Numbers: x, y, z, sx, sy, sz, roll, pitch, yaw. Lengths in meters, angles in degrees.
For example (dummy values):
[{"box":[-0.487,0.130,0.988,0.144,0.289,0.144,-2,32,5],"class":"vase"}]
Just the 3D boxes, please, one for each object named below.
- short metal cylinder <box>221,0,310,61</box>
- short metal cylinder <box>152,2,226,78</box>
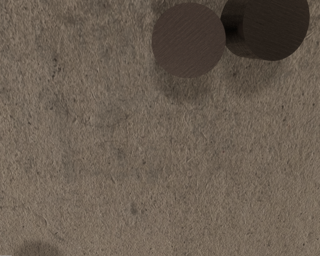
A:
[{"box":[0.115,-0.117,0.344,0.081,0.050,0.079,-5,107,-16],"class":"short metal cylinder"},{"box":[0.031,-0.102,0.359,0.081,0.050,0.079,0,110,0],"class":"short metal cylinder"}]
